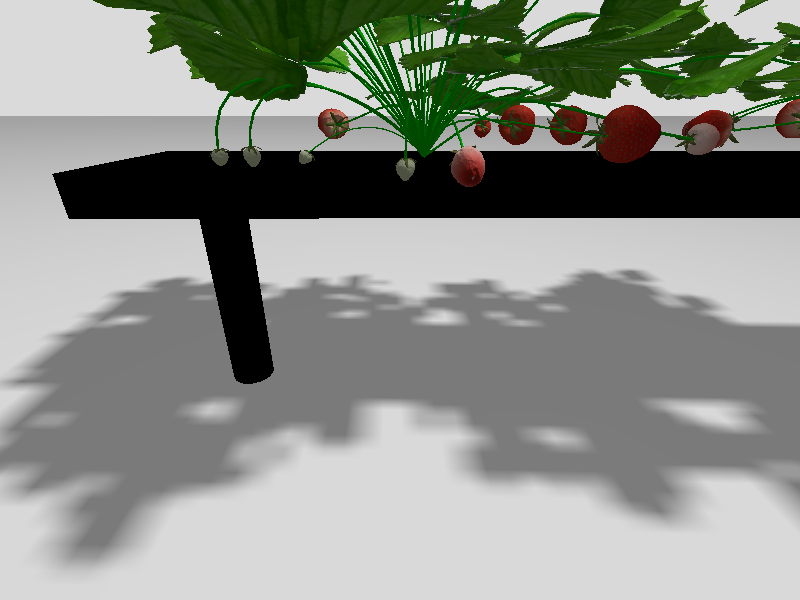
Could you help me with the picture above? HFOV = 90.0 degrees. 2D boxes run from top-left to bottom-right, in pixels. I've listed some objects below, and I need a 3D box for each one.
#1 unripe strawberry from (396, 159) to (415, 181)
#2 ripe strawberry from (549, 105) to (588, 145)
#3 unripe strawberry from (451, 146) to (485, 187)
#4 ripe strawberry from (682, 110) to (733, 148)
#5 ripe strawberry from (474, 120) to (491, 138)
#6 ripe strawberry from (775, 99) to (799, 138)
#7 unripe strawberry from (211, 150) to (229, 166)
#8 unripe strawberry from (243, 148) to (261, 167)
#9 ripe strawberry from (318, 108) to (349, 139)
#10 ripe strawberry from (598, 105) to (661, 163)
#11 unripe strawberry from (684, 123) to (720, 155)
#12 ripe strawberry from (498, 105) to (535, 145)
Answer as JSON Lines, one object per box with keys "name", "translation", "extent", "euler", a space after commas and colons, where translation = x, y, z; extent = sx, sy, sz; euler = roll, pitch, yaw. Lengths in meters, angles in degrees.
{"name": "unripe strawberry", "translation": [0.003, -0.072, 0.224], "extent": [0.011, 0.011, 0.011], "euler": [4, 26, 7]}
{"name": "ripe strawberry", "translation": [0.191, -0.195, 0.448], "extent": [0.041, 0.040, 0.038], "euler": [-19, 32, -35]}
{"name": "unripe strawberry", "translation": [0.035, -0.066, 0.201], "extent": [0.017, 0.019, 0.020], "euler": [-3, -44, -5]}
{"name": "ripe strawberry", "translation": [0.284, -0.158, 0.373], "extent": [0.035, 0.035, 0.038], "euler": [7, 27, 15]}
{"name": "ripe strawberry", "translation": [0.107, -0.222, 0.516], "extent": [0.021, 0.024, 0.023], "euler": [10, 12, 20]}
{"name": "ripe strawberry", "translation": [0.532, -0.244, 0.538], "extent": [0.048, 0.050, 0.052], "euler": [6, 26, 13]}
{"name": "unripe strawberry", "translation": [-0.112, -0.089, 0.249], "extent": [0.010, 0.010, 0.009], "euler": [-16, 30, -30]}
{"name": "unripe strawberry", "translation": [-0.090, -0.087, 0.245], "extent": [0.010, 0.011, 0.011], "euler": [-20, 32, -35]}
{"name": "ripe strawberry", "translation": [-0.083, -0.217, 0.494], "extent": [0.038, 0.035, 0.035], "euler": [-13, 28, -26]}
{"name": "ripe strawberry", "translation": [0.176, -0.126, 0.306], "extent": [0.042, 0.041, 0.039], "euler": [4, 26, 6]}
{"name": "unripe strawberry", "translation": [0.267, -0.141, 0.352], "extent": [0.026, 0.026, 0.025], "euler": [-2, 26, -6]}
{"name": "ripe strawberry", "translation": [0.134, -0.197, 0.451], "extent": [0.039, 0.041, 0.042], "euler": [19, 31, 34]}
